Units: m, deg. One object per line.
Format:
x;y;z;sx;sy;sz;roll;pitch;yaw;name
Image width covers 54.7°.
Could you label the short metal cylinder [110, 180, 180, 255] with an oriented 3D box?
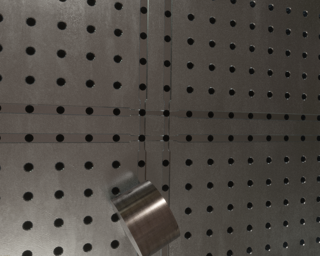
-0.019;0.111;0.378;0.050;0.080;0.080;-28;100;-18;short metal cylinder
